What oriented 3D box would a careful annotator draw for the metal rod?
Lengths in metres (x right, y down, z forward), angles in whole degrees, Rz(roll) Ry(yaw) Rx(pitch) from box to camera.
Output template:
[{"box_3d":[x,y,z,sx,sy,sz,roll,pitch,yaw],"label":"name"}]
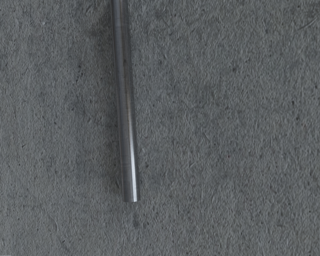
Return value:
[{"box_3d":[-0.049,-0.050,0.426,0.025,0.025,0.298,-4,89,20],"label":"metal rod"}]
